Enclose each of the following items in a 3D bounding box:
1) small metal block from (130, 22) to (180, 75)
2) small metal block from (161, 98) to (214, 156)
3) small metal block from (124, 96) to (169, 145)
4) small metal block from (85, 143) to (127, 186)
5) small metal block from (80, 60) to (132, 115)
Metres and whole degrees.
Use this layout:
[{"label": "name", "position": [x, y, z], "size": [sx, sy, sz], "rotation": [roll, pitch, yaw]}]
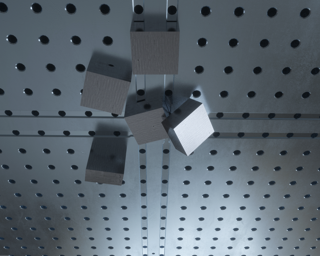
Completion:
[{"label": "small metal block", "position": [-0.005, -0.086, 0.338], "size": [0.050, 0.025, 0.050], "rotation": [0, 130, -1]}, {"label": "small metal block", "position": [0.037, -0.001, 0.395], "size": [0.050, 0.025, 0.050], "rotation": [-41, 129, -16]}, {"label": "small metal block", "position": [-0.013, -0.009, 0.404], "size": [0.050, 0.025, 0.050], "rotation": [-14, 129, 11]}, {"label": "small metal block", "position": [-0.076, 0.051, 0.438], "size": [0.050, 0.050, 0.025], "rotation": [9, 130, -8]}, {"label": "small metal block", "position": [-0.065, -0.047, 0.370], "size": [0.050, 0.025, 0.050], "rotation": [13, 129, -12]}]
